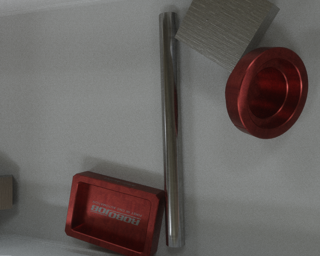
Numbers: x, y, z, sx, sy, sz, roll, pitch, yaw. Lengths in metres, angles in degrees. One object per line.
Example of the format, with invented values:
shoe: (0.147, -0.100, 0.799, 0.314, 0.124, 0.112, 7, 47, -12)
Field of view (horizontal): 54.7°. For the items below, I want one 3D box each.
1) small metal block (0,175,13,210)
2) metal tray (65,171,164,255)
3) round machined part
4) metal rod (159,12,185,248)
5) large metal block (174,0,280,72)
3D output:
small metal block: (-0.259, 0.101, 0.485, 0.025, 0.050, 0.050, 0, 90, 63)
metal tray: (-0.063, 0.118, 0.428, 0.130, 0.030, 0.089, 11, 93, 19)
round machined part: (0.112, -0.040, 0.343, 0.042, 0.099, 0.097, 28, 103, 60)
metal rod: (0.016, 0.002, 0.404, 0.025, 0.025, 0.298, -2, 89, 19)
large metal block: (0.077, -0.121, 0.359, 0.080, 0.050, 0.079, 36, 117, 16)
